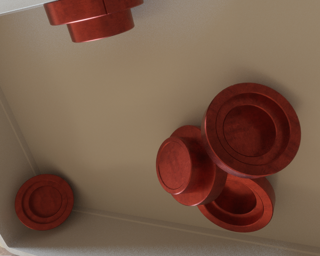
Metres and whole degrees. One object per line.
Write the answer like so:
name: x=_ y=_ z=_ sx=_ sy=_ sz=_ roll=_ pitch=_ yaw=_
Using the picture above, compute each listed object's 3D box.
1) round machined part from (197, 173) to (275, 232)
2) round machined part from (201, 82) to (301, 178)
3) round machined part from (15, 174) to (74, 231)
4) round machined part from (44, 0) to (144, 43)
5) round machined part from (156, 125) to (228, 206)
round machined part: x=0.097 y=0.083 z=0.398 sx=0.098 sy=0.042 sz=0.097 roll=13 pitch=124 yaw=21
round machined part: x=0.092 y=0.005 z=0.329 sx=0.098 sy=0.098 sz=0.042 roll=35 pitch=165 yaw=5
round machined part: x=-0.208 y=0.134 z=0.566 sx=0.098 sy=0.098 sz=0.042 roll=43 pitch=162 yaw=-2
round machined part: x=-0.064 y=-0.118 z=0.322 sx=0.098 sy=0.098 sz=0.042 roll=1 pitch=119 yaw=28
round machined part: x=0.031 y=0.045 z=0.375 sx=0.098 sy=0.042 sz=0.097 roll=-8 pitch=80 yaw=54
